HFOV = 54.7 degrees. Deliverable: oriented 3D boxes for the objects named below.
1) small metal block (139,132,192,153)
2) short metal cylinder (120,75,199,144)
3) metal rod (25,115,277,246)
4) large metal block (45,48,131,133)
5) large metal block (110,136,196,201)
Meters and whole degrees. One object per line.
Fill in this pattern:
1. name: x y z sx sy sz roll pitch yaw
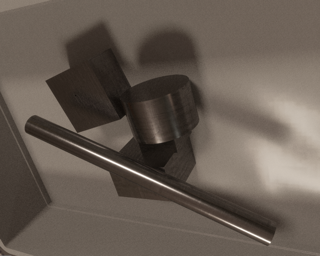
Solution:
1. small metal block: 0.006 0.007 0.392 0.050 0.050 0.025 -1 118 28
2. short metal cylinder: 0.000 -0.024 0.357 0.080 0.080 0.050 -3 117 29
3. metal rod: -0.023 0.051 0.347 0.301 0.025 0.025 22 127 14
4. large metal block: -0.088 -0.048 0.408 0.080 0.050 0.080 -15 111 34
5. large metal block: -0.008 0.047 0.405 0.080 0.080 0.050 -1 118 28
